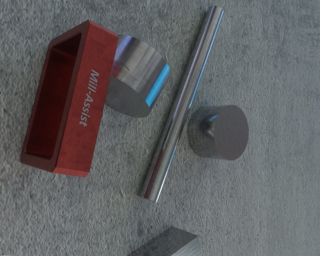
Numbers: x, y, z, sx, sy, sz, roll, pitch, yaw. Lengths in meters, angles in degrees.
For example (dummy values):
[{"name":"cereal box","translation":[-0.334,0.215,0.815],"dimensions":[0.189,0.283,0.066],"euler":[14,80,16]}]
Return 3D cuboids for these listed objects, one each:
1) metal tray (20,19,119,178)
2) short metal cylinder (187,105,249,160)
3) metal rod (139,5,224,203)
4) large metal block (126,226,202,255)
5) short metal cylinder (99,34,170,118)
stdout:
[{"name":"metal tray","translation":[-0.087,-0.025,0.289],"dimensions":[0.030,0.090,0.129],"euler":[18,79,-39]},{"name":"short metal cylinder","translation":[0.087,0.006,0.461],"dimensions":[0.081,0.050,0.080],"euler":[0,90,-40]},{"name":"metal rod","translation":[0.035,-0.044,0.433],"dimensions":[0.025,0.025,0.299],"euler":[32,70,-36]},{"name":"large metal block","translation":[0.012,0.187,0.399],"dimensions":[0.081,0.050,0.080],"euler":[-20,103,-38]},{"name":"short metal cylinder","translation":[-0.036,-0.054,0.339],"dimensions":[0.080,0.080,0.050],"euler":[42,65,-32]}]
